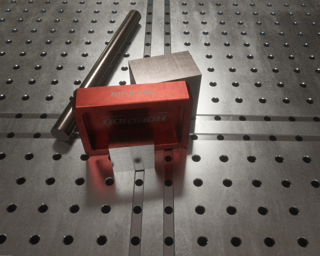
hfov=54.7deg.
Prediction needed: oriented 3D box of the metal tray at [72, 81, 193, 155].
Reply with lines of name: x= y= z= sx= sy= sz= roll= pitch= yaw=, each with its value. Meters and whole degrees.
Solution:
metal tray: x=-0.030 y=-0.010 z=0.373 sx=0.131 sy=0.089 sz=0.030 roll=-5 pitch=51 yaw=-5

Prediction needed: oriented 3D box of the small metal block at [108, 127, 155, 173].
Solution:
small metal block: x=-0.033 y=0.027 z=0.368 sx=0.050 sy=0.050 sz=0.025 roll=-5 pitch=51 yaw=-5

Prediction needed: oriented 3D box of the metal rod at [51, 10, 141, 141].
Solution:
metal rod: x=-0.088 y=-0.101 z=0.491 sx=0.025 sy=0.025 sz=0.300 roll=12 pitch=51 yaw=10

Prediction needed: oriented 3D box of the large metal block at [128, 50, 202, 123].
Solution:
large metal block: x=0.005 y=-0.050 z=0.414 sx=0.081 sy=0.080 sz=0.050 roll=-12 pitch=51 yaw=-11
